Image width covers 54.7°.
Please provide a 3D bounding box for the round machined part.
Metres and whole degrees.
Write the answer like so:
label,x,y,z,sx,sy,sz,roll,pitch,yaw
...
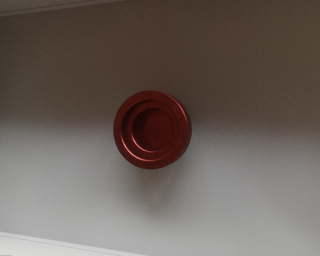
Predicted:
label,x,y,z,sx,sy,sz,roll,pitch,yaw
round machined part,-0.007,0.002,0.399,0.098,0.042,0.097,0,90,19
